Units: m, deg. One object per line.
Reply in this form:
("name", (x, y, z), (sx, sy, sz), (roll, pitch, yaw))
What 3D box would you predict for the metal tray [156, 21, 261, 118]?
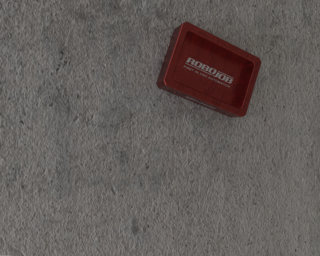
("metal tray", (0.070, -0.077, 0.431), (0.131, 0.030, 0.090), (20, 83, -19))
